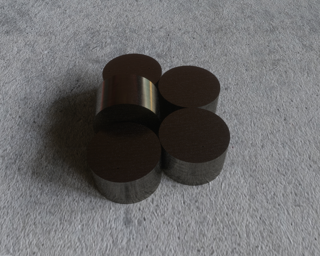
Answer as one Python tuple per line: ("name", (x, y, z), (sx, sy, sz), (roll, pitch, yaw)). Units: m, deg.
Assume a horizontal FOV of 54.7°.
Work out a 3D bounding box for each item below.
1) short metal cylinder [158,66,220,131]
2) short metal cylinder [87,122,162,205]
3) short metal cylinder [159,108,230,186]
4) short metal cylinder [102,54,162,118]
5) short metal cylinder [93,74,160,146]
("short metal cylinder", (0.038, -0.040, 0.421), (0.080, 0.050, 0.080), (0, 51, 0))
("short metal cylinder", (-0.038, 0.040, 0.354), (0.080, 0.050, 0.080), (0, 50, 1))
("short metal cylinder", (0.039, 0.022, 0.369), (0.080, 0.050, 0.080), (0, 51, 1))
("short metal cylinder", (-0.037, -0.061, 0.439), (0.080, 0.050, 0.080), (0, 50, 1))
("short metal cylinder", (-0.041, -0.021, 0.386), (0.081, 0.080, 0.050), (-2, 50, -2))
